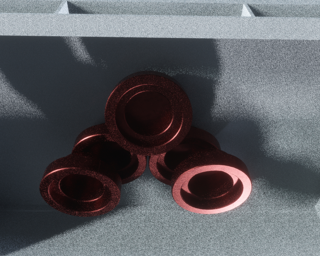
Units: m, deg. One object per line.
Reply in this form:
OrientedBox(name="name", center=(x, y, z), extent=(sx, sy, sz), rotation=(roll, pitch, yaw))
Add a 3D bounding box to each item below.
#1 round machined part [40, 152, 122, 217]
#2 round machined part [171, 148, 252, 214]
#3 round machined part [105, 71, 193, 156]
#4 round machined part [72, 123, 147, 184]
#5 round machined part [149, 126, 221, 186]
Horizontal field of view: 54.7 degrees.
OrientedBox(name="round machined part", center=(-0.098, 0.069, 0.399), extent=(0.099, 0.042, 0.097), rotation=(0, 130, 0))
OrientedBox(name="round machined part", center=(0.063, 0.064, 0.397), extent=(0.099, 0.042, 0.097), rotation=(0, 130, 0))
OrientedBox(name="round machined part", center=(-0.013, -0.020, 0.366), extent=(0.099, 0.042, 0.097), rotation=(-1, 112, -1))
OrientedBox(name="round machined part", center=(-0.067, 0.031, 0.422), extent=(0.099, 0.042, 0.097), rotation=(0, 130, 0))
OrientedBox(name="round machined part", center=(0.034, 0.035, 0.426), extent=(0.099, 0.042, 0.097), rotation=(0, 130, 0))
